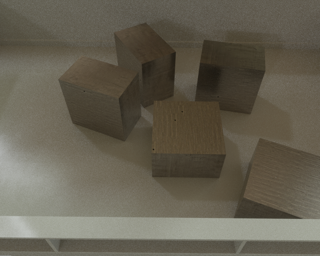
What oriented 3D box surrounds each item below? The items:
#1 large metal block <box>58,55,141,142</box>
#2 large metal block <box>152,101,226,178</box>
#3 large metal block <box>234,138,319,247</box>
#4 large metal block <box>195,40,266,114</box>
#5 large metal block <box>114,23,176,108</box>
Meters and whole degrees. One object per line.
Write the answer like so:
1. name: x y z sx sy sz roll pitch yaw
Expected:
1. large metal block: -0.073 -0.037 0.400 0.080 0.080 0.050 18 53 14
2. large metal block: 0.032 0.013 0.378 0.081 0.050 0.080 1 50 0
3. large metal block: 0.134 0.067 0.334 0.080 0.050 0.080 18 52 14
4. large metal block: 0.094 -0.069 0.429 0.080 0.080 0.050 8 51 7
5. large metal block: -0.022 -0.090 0.445 0.050 0.080 0.080 -24 55 -19
